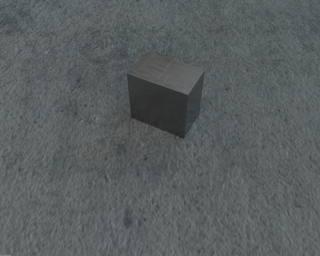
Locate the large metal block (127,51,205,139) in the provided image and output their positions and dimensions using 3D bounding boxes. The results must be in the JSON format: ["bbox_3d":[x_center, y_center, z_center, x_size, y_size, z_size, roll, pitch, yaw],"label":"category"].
[{"bbox_3d":[0.008,-0.042,0.403,0.080,0.080,0.050,22,54,17],"label":"large metal block"}]
